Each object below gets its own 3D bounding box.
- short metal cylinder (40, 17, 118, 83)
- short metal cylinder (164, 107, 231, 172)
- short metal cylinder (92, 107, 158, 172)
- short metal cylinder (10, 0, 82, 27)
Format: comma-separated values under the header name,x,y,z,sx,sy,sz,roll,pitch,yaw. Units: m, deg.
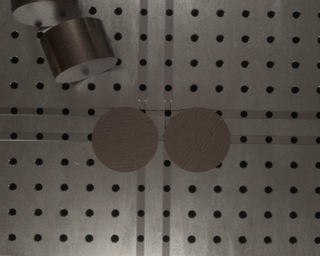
name,x,y,z,sx,sy,sz,roll,pitch,yaw
short metal cylinder,-0.100,-0.094,0.385,0.080,0.080,0.050,-21,90,0
short metal cylinder,0.046,0.014,0.402,0.081,0.050,0.079,0,90,-1
short metal cylinder,-0.042,0.014,0.400,0.081,0.050,0.079,0,90,-1
short metal cylinder,-0.143,-0.165,0.384,0.080,0.080,0.050,-9,90,0
